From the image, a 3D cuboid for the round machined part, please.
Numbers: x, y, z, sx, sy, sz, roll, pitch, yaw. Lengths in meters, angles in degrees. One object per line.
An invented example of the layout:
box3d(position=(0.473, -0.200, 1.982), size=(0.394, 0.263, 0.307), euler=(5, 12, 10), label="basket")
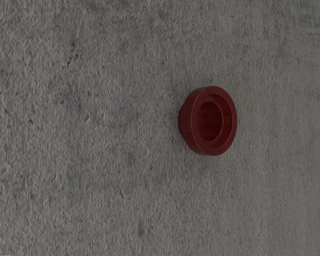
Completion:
box3d(position=(0.064, -0.010, 0.446), size=(0.099, 0.042, 0.097), euler=(0, 90, -40), label="round machined part")
